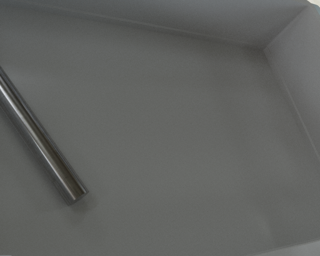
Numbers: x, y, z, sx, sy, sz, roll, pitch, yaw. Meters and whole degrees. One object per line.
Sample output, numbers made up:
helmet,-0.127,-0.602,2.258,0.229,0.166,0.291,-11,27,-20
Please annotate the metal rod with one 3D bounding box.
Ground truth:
metal rod,-0.174,-0.045,0.339,0.025,0.025,0.300,-31,79,-38
